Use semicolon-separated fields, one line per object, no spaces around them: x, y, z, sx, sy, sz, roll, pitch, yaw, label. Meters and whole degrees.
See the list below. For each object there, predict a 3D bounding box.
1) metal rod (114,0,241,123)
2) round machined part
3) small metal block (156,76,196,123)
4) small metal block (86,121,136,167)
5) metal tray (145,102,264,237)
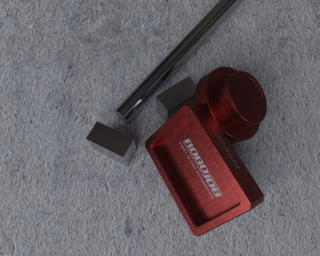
0.043;-0.123;0.453;0.025;0.025;0.301;38;74;12;metal rod
0.095;-0.032;0.387;0.099;0.042;0.098;13;67;-33;round machined part
0.023;-0.035;0.408;0.050;0.050;0.025;-33;74;-11;small metal block
-0.059;0.021;0.386;0.050;0.050;0.025;25;72;8;small metal block
0.045;0.047;0.358;0.030;0.090;0.130;-10;64;-48;metal tray
